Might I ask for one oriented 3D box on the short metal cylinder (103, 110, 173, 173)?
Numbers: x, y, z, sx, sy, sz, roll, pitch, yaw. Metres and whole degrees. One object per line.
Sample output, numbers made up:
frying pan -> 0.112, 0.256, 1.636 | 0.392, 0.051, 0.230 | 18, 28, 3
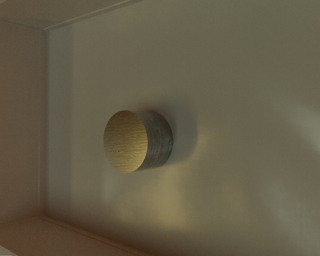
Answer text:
short metal cylinder -> -0.030, 0.017, 0.413 | 0.080, 0.050, 0.079 | 0, 90, 39
